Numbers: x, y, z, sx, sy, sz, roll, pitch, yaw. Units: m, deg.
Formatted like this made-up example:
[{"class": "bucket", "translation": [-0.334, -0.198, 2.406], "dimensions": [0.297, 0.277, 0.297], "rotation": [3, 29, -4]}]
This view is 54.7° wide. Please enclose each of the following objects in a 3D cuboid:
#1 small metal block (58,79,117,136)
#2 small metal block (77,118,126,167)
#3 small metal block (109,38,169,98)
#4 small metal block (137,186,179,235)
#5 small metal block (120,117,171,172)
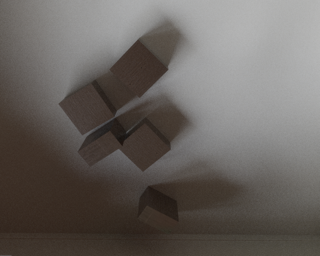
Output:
[{"class": "small metal block", "translation": [-0.092, -0.027, 0.401], "dimensions": [0.050, 0.025, 0.050], "rotation": [-30, 108, 10]}, {"class": "small metal block", "translation": [-0.074, 0.017, 0.404], "dimensions": [0.050, 0.050, 0.025], "rotation": [-32, 107, 11]}, {"class": "small metal block", "translation": [-0.025, -0.074, 0.384], "dimensions": [0.050, 0.025, 0.050], "rotation": [43, 104, -14]}, {"class": "small metal block", "translation": [-0.003, 0.116, 0.441], "dimensions": [0.050, 0.050, 0.025], "rotation": [30, 107, -11]}, {"class": "small metal block", "translation": [-0.021, 0.022, 0.419], "dimensions": [0.050, 0.025, 0.050], "rotation": [-40, 106, 13]}]
